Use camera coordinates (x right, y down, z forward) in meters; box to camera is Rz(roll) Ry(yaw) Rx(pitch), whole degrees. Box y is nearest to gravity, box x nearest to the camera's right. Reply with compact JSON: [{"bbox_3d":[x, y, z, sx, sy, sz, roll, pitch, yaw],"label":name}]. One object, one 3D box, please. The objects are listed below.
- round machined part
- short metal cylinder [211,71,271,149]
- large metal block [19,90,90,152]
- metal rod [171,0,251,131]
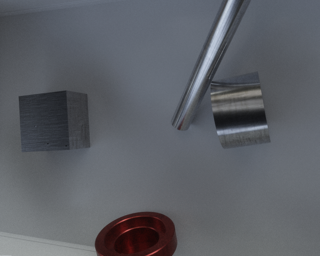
[{"bbox_3d":[-0.027,0.148,0.383,0.098,0.098,0.042,-4,106,19],"label":"round machined part"},{"bbox_3d":[0.092,-0.019,0.349,0.050,0.080,0.080,-10,87,19],"label":"short metal cylinder"},{"bbox_3d":[-0.152,-0.008,0.449,0.080,0.050,0.079,-4,89,19],"label":"large metal block"},{"bbox_3d":[0.069,-0.111,0.308,0.025,0.025,0.298,36,132,16],"label":"metal rod"}]
